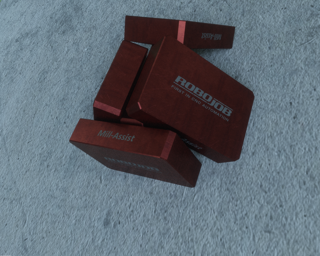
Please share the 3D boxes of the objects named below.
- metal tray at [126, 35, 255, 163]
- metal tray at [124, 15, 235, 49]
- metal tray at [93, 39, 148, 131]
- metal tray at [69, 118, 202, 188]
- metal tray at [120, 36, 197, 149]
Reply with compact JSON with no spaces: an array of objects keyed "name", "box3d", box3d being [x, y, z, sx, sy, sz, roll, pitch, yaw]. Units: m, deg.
[{"name":"metal tray","box3d":[0.039,-0.028,0.337,0.030,0.131,0.090,-20,46,59]},{"name":"metal tray","box3d":[0.029,-0.125,0.406,0.090,0.131,0.030,19,113,35]},{"name":"metal tray","box3d":[-0.052,-0.037,0.391,0.030,0.130,0.090,21,69,-3]},{"name":"metal tray","box3d":[-0.028,0.029,0.358,0.130,0.090,0.030,7,66,31]},{"name":"metal tray","box3d":[0.008,-0.041,0.383,0.030,0.090,0.130,7,65,31]}]
